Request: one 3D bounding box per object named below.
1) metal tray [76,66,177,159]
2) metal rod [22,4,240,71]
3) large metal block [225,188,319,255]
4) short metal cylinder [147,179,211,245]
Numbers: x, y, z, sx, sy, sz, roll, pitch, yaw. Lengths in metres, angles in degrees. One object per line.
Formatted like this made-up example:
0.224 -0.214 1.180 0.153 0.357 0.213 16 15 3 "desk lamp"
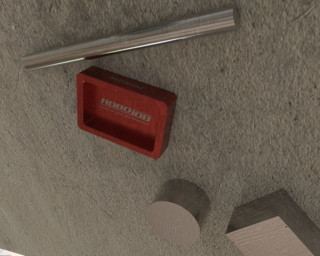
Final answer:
-0.049 -0.021 0.415 0.130 0.030 0.089 20 126 16 "metal tray"
-0.057 -0.101 0.374 0.300 0.025 0.025 -3 117 29 "metal rod"
0.146 0.135 0.397 0.080 0.050 0.080 48 129 -6 "large metal block"
0.028 0.121 0.451 0.080 0.050 0.079 13 124 21 "short metal cylinder"
